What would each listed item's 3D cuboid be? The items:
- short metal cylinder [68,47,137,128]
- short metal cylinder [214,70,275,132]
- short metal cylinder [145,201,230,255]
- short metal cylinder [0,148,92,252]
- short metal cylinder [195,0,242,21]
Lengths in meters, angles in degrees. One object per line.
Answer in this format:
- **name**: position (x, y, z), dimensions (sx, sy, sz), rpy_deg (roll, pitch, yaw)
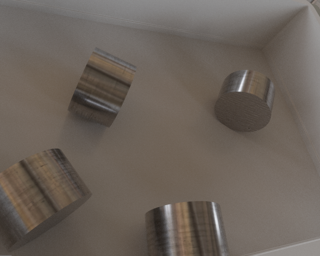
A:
- **short metal cylinder**: position (-0.067, -0.047, 0.362), dimensions (0.050, 0.080, 0.080), rpy_deg (24, 53, -14)
- **short metal cylinder**: position (0.127, -0.039, 0.462), dimensions (0.080, 0.080, 0.050), rpy_deg (32, 52, -8)
- **short metal cylinder**: position (0.027, 0.111, 0.317), dimensions (0.081, 0.080, 0.050), rpy_deg (7, 59, -25)
- **short metal cylinder**: position (-0.108, 0.062, 0.274), dimensions (0.081, 0.080, 0.050), rpy_deg (-31, 79, -38)
- **short metal cylinder**: position (0.117, -0.259, 0.613), dimensions (0.081, 0.050, 0.080), rpy_deg (14, 56, -21)
